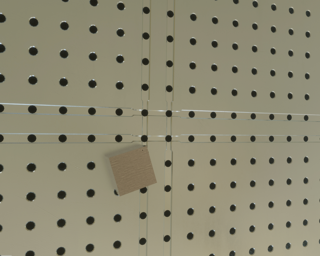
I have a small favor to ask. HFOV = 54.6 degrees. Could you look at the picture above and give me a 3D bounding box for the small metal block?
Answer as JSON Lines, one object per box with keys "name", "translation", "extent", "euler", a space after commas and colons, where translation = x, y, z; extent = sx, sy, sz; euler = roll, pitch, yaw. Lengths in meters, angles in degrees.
{"name": "small metal block", "translation": [-0.037, 0.053, 0.399], "extent": [0.050, 0.025, 0.050], "euler": [-17, 96, -19]}
